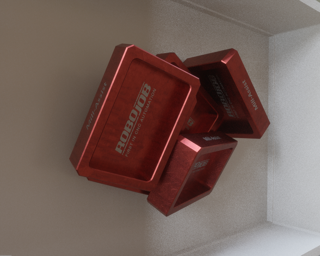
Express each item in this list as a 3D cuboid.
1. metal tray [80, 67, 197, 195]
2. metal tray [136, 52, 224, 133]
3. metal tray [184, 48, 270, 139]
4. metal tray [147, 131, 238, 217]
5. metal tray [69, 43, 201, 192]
[{"bbox_3d":[-0.023,0.005,0.354,0.091,0.030,0.129,22,94,-32],"label":"metal tray"},{"bbox_3d":[0.023,-0.025,0.415,0.130,0.030,0.090,44,72,-32],"label":"metal tray"},{"bbox_3d":[0.090,-0.043,0.441,0.030,0.090,0.130,-49,119,-29],"label":"metal tray"},{"bbox_3d":[0.046,0.052,0.391,0.131,0.030,0.089,-2,121,-58],"label":"metal tray"},{"bbox_3d":[-0.024,-0.007,0.314,0.091,0.030,0.129,21,95,-32],"label":"metal tray"}]
